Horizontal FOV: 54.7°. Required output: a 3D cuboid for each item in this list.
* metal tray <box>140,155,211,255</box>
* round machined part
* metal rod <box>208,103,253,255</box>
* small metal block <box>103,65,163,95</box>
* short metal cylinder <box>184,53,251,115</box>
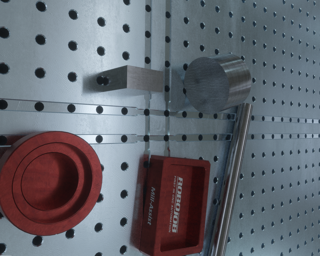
[{"bbox_3d":[0.024,0.106,0.425,0.091,0.030,0.129,10,84,-40],"label":"metal tray"},{"bbox_3d":[-0.111,0.051,0.305,0.099,0.042,0.097,0,90,-40],"label":"round machined part"},{"bbox_3d":[0.112,0.103,0.503,0.025,0.025,0.299,23,76,-38],"label":"metal rod"},{"bbox_3d":[-0.032,-0.055,0.366,0.050,0.050,0.025,2,89,-40],"label":"small metal block"},{"bbox_3d":[0.081,-0.063,0.441,0.050,0.080,0.079,-19,102,-38],"label":"short metal cylinder"}]
